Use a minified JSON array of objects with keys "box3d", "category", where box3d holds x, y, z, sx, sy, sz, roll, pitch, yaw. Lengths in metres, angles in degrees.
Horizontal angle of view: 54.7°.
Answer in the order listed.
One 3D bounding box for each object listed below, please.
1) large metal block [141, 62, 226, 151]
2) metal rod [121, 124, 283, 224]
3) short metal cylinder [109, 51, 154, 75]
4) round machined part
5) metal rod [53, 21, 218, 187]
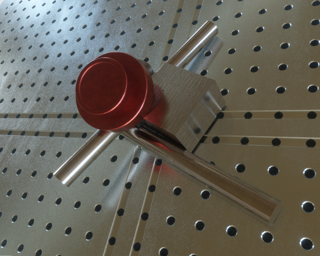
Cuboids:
[{"box3d":[0.022,-0.027,0.391,0.080,0.050,0.080,29,77,37],"category":"large metal block"},{"box3d":[0.005,0.026,0.387,0.300,0.025,0.025,28,77,37],"category":"metal rod"},{"box3d":[-0.053,-0.063,0.437,0.050,0.080,0.080,28,77,37],"category":"short metal cylinder"},{"box3d":[-0.061,-0.045,0.371,0.098,0.042,0.097,-3,80,20],"category":"round machined part"},{"box3d":[-0.023,-0.042,0.420,0.025,0.025,0.301,31,71,37],"category":"metal rod"}]
